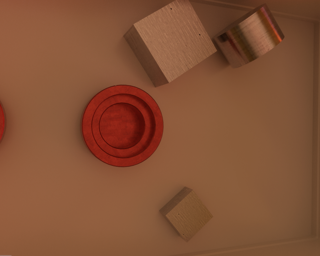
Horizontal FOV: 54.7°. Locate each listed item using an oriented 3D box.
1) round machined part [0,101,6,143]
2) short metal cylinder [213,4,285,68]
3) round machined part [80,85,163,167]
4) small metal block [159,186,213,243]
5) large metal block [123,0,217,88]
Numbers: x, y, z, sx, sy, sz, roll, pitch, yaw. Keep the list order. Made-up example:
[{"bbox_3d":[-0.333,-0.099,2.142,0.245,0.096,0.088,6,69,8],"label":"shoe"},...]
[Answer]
[{"bbox_3d":[-0.215,-0.006,0.322,0.099,0.042,0.097,0,90,-21],"label":"round machined part"},{"bbox_3d":[0.121,-0.126,0.428,0.080,0.080,0.050,-39,103,-16],"label":"short metal cylinder"},{"bbox_3d":[-0.049,-0.003,0.384,0.099,0.042,0.097,0,90,-21],"label":"round machined part"},{"bbox_3d":[0.036,0.118,0.425,0.050,0.025,0.050,-40,103,-16],"label":"small metal block"},{"bbox_3d":[0.013,-0.110,0.403,0.080,0.050,0.080,-36,102,-17],"label":"large metal block"}]
